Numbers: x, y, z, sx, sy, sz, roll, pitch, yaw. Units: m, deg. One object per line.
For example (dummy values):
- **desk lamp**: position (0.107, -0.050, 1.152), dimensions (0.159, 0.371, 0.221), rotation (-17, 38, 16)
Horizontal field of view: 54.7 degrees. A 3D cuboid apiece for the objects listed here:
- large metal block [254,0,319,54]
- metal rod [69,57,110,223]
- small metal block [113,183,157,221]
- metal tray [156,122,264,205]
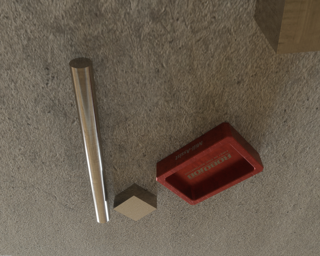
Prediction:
- **large metal block**: position (0.138, -0.111, 0.279), dimensions (0.080, 0.080, 0.050), rotation (-4, 130, 3)
- **metal rod**: position (-0.093, 0.041, 0.440), dimensions (0.025, 0.025, 0.298), rotation (1, 130, -2)
- **small metal block**: position (-0.041, 0.123, 0.512), dimensions (0.050, 0.025, 0.050), rotation (-37, 121, 27)
- **metal tray**: position (0.070, 0.057, 0.453), dimensions (0.130, 0.030, 0.090), rotation (-34, 123, 25)
